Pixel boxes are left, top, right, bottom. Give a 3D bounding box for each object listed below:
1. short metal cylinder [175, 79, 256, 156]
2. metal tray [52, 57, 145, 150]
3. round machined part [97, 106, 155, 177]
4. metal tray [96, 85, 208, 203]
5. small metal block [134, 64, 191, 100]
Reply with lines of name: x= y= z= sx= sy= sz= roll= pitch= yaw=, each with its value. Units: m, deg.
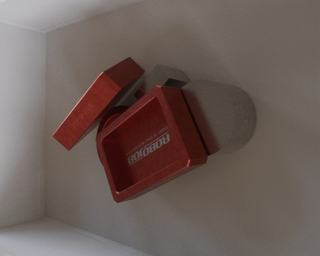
short metal cylinder: x=0.057 y=-0.010 z=0.340 sx=0.080 sy=0.050 sz=0.079 roll=0 pitch=90 yaw=39
metal tray: x=-0.084 y=-0.034 z=0.427 sx=0.030 sy=0.090 sz=0.129 roll=44 pitch=120 yaw=-5
round machined part: x=-0.040 y=0.019 z=0.426 sx=0.098 sy=0.042 sz=0.097 roll=0 pitch=90 yaw=39
metal tray: x=-0.017 y=0.022 z=0.351 sx=0.130 sy=0.030 sz=0.090 roll=-35 pitch=68 yaw=39
small metal block: x=0.005 y=-0.048 z=0.382 sx=0.050 sy=0.050 sz=0.025 roll=-50 pitch=61 yaw=27
